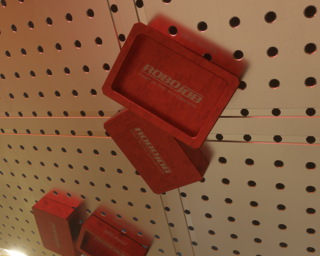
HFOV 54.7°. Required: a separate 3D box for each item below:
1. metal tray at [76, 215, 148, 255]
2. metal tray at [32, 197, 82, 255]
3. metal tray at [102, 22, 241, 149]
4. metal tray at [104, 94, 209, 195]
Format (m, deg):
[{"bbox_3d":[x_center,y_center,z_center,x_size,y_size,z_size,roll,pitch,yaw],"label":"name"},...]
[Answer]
[{"bbox_3d":[-0.096,0.236,0.601,0.130,0.030,0.089,29,128,9],"label":"metal tray"},{"bbox_3d":[-0.210,0.213,0.647,0.090,0.030,0.129,13,124,20],"label":"metal tray"},{"bbox_3d":[0.011,-0.048,0.349,0.130,0.030,0.090,31,104,7],"label":"metal tray"},{"bbox_3d":[-0.006,0.024,0.425,0.090,0.030,0.130,-27,104,37],"label":"metal tray"}]
